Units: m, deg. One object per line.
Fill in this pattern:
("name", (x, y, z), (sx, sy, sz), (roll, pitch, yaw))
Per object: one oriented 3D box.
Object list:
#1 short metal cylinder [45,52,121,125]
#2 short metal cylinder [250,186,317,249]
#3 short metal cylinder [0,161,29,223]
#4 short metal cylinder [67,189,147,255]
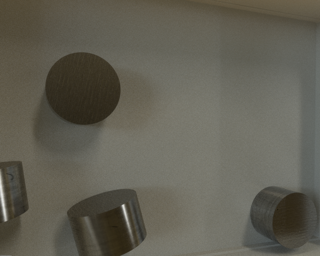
("short metal cylinder", (-0.091, -0.043, 0.363), (0.081, 0.050, 0.080), (0, 90, -20))
("short metal cylinder", (0.185, 0.132, 0.465), (0.081, 0.050, 0.080), (0, 90, -20))
("short metal cylinder", (-0.180, 0.066, 0.315), (0.081, 0.080, 0.050), (-8, 93, -20))
("short metal cylinder", (-0.061, 0.109, 0.359), (0.081, 0.080, 0.050), (-16, 96, -19))
